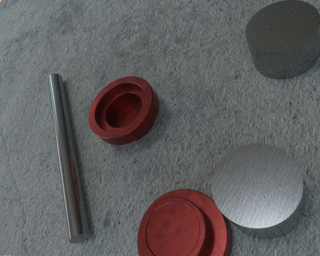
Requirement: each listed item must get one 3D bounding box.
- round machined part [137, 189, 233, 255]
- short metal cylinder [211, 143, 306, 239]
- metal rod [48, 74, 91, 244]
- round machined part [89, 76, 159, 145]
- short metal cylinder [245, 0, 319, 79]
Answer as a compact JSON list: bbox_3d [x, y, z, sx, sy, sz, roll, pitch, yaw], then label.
[{"bbox_3d":[0.020,0.109,0.315,0.098,0.042,0.098,-13,56,20],"label":"round machined part"},{"bbox_3d":[0.096,0.061,0.299,0.080,0.050,0.080,-13,56,20],"label":"short metal cylinder"},{"bbox_3d":[-0.141,0.023,0.461,0.025,0.025,0.299,-29,52,9],"label":"metal rod"},{"bbox_3d":[-0.045,-0.020,0.427,0.098,0.042,0.098,-13,56,20],"label":"round machined part"},{"bbox_3d":[0.149,-0.106,0.374,0.080,0.050,0.080,-13,56,20],"label":"short metal cylinder"}]
